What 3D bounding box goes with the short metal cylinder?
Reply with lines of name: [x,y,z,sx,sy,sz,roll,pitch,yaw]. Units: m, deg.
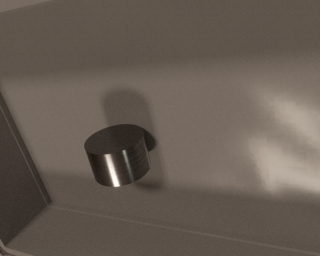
short metal cylinder: [-0.057,0.035,0.423,0.080,0.080,0.050,3,120,26]
